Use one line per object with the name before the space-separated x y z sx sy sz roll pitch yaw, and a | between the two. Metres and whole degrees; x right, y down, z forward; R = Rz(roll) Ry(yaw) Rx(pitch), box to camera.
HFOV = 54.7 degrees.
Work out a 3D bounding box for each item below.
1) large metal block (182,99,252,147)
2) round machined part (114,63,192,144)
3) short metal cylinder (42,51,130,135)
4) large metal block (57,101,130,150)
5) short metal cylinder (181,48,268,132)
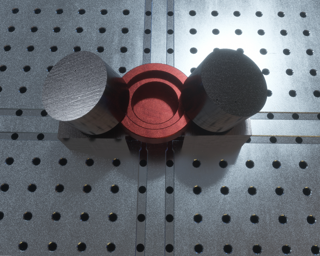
large metal block | 0.069 -0.020 0.406 0.081 0.050 0.080 -1 70 -1
round machined part | -0.006 -0.027 0.381 0.099 0.042 0.098 0 70 0
short metal cylinder | -0.081 -0.038 0.345 0.080 0.050 0.080 -7 70 20
large metal block | -0.081 -0.017 0.404 0.080 0.050 0.080 1 70 0
short metal cylinder | 0.071 -0.041 0.347 0.081 0.050 0.080 7 68 -19
